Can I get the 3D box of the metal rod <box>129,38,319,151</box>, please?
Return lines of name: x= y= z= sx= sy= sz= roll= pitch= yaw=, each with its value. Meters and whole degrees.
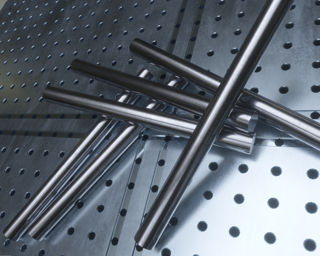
metal rod: x=0.072 y=-0.050 z=0.378 sx=0.300 sy=0.025 sz=0.025 roll=33 pitch=80 yaw=31

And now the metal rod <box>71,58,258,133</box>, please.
metal rod: x=-0.016 y=-0.053 z=0.416 sx=0.300 sy=0.025 sz=0.025 roll=22 pitch=74 yaw=33

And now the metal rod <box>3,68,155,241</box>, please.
metal rod: x=-0.111 y=0.033 z=0.447 sx=0.025 sy=0.025 sz=0.300 roll=33 pitch=80 yaw=38

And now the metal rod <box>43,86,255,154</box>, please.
metal rod: x=-0.031 y=-0.017 z=0.403 sx=0.300 sy=0.025 sz=0.025 roll=14 pitch=69 yaw=23

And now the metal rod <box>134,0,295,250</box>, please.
metal rod: x=0.054 y=-0.004 z=0.330 sx=0.025 sy=0.025 sz=0.299 roll=32 pitch=96 yaw=38

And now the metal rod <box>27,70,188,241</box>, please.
metal rod: x=-0.064 y=0.031 z=0.423 sx=0.300 sy=0.025 sz=0.025 roll=-47 pitch=51 yaw=-5
